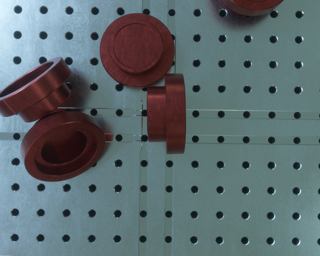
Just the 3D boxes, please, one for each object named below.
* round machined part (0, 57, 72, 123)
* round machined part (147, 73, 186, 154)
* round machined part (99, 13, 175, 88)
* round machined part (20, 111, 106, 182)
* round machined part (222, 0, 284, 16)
[{"bbox_3d":[-0.151,-0.043,0.382,0.098,0.098,0.042,-31,118,0],"label":"round machined part"},{"bbox_3d":[0.006,-0.017,0.377,0.042,0.098,0.097,-1,90,0],"label":"round machined part"},{"bbox_3d":[-0.030,-0.102,0.405,0.099,0.042,0.097,0,90,0],"label":"round machined part"},{"bbox_3d":[-0.122,0.018,0.386,0.098,0.098,0.042,-40,54,0],"label":"round machined part"},{"bbox_3d":[0.121,-0.195,0.405,0.099,0.042,0.097,0,90,0],"label":"round machined part"}]
